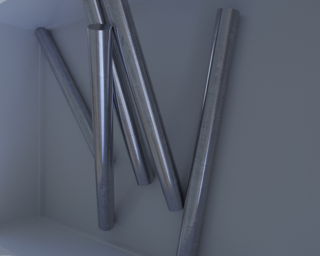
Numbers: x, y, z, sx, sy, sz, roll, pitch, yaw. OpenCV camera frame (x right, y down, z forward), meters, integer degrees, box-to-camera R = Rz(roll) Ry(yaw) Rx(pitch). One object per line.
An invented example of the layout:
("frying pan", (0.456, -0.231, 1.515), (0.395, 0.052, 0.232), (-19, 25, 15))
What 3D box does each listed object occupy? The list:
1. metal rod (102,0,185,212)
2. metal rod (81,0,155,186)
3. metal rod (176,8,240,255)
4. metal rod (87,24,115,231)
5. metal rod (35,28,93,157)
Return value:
("metal rod", (-0.019, -0.039, 0.347), (0.025, 0.025, 0.298), (-2, 112, 40))
("metal rod", (-0.053, -0.062, 0.368), (0.025, 0.025, 0.298), (5, 119, 39))
("metal rod", (0.053, 0.017, 0.361), (0.025, 0.025, 0.298), (14, 99, 39))
("metal rod", (-0.072, 0.023, 0.394), (0.025, 0.025, 0.298), (31, 131, 35))
("metal rod", (-0.152, -0.061, 0.529), (0.025, 0.025, 0.299), (-45, 63, 30))
